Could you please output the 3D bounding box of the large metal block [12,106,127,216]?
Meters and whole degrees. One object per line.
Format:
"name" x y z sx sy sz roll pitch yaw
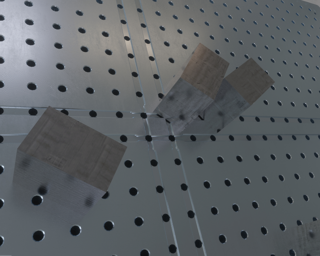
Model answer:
"large metal block" -0.090 0.036 0.303 0.080 0.080 0.050 29 52 -10

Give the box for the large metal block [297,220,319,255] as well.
"large metal block" 0.239 0.174 0.414 0.080 0.050 0.080 19 55 -18

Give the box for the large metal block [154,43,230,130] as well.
"large metal block" 0.044 -0.056 0.430 0.050 0.080 0.080 33 51 -7

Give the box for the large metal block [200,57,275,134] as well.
"large metal block" 0.110 -0.048 0.460 0.050 0.080 0.080 48 51 5
